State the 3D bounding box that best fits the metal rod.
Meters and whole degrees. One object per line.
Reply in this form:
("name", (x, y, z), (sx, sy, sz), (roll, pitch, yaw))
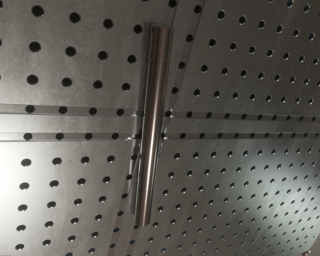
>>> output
("metal rod", (-0.012, 0.016, 0.415), (0.025, 0.025, 0.298), (-8, 122, -25))
